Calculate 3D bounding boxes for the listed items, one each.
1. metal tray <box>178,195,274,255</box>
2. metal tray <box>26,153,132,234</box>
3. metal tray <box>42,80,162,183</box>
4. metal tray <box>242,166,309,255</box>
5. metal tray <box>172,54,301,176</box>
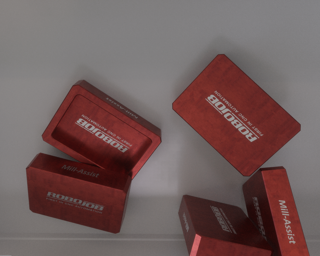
[{"bbox_3d":[0.077,0.131,0.402,0.091,0.130,0.030,14,97,-4],"label":"metal tray"},{"bbox_3d":[-0.110,0.090,0.421,0.131,0.030,0.089,14,125,1],"label":"metal tray"},{"bbox_3d":[-0.075,0.009,0.411,0.130,0.030,0.090,33,107,-12],"label":"metal tray"},{"bbox_3d":[0.141,0.123,0.387,0.030,0.090,0.130,-4,65,-3],"label":"metal tray"},{"bbox_3d":[0.092,-0.016,0.384,0.130,0.030,0.090,44,105,3],"label":"metal tray"}]
